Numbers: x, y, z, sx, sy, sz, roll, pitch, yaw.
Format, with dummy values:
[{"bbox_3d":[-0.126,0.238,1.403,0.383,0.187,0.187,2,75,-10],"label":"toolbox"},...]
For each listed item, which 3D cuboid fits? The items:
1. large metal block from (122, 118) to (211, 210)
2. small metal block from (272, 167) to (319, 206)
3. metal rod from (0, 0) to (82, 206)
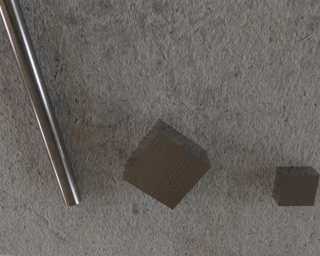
[{"bbox_3d":[0.008,0.048,0.414,0.080,0.050,0.080,34,106,-12],"label":"large metal block"},{"bbox_3d":[0.193,0.083,0.442,0.050,0.025,0.050,0,110,0],"label":"small metal block"},{"bbox_3d":[-0.152,-0.032,0.396,0.025,0.025,0.298,-10,110,3],"label":"metal rod"}]
